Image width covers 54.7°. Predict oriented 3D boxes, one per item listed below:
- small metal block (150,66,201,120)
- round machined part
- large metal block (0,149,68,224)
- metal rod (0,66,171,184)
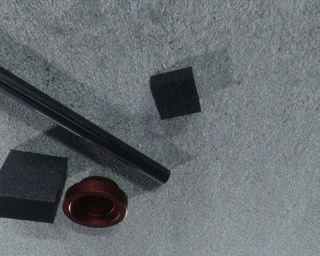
[{"bbox_3d":[0.019,-0.041,0.373,0.050,0.025,0.050,-12,129,9],"label":"small metal block"},{"bbox_3d":[-0.100,0.113,0.491,0.099,0.042,0.097,-1,130,0],"label":"round machined part"},{"bbox_3d":[-0.182,0.082,0.438,0.081,0.080,0.050,10,129,-9],"label":"large metal block"},{"bbox_3d":[-0.104,-0.002,0.403,0.301,0.025,0.025,34,122,-26],"label":"metal rod"}]
